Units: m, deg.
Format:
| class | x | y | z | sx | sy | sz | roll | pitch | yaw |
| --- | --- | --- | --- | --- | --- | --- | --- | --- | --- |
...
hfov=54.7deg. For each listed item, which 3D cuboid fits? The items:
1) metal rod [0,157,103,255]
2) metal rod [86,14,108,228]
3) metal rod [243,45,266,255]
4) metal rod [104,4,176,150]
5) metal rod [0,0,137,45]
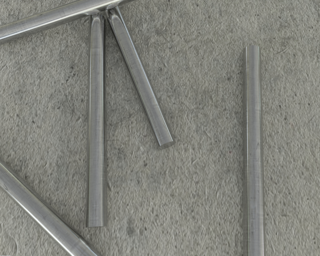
| class | x | y | z | sx | sy | sz | roll | pitch | yaw |
| --- | --- | --- | --- | --- | --- | --- | --- | --- | --- |
| metal rod | -0.180 | 0.070 | 0.380 | 0.300 | 0.025 | 0.025 | 38 | 74 | 12 |
| metal rod | -0.084 | -0.024 | 0.415 | 0.025 | 0.025 | 0.299 | -4 | 70 | -1 |
| metal rod | 0.120 | 0.027 | 0.398 | 0.025 | 0.025 | 0.299 | 5 | 70 | 2 |
| metal rod | -0.044 | -0.109 | 0.447 | 0.025 | 0.025 | 0.299 | -20 | 71 | -7 |
| metal rod | -0.112 | -0.174 | 0.448 | 0.301 | 0.025 | 0.025 | -18 | 71 | 2 |
